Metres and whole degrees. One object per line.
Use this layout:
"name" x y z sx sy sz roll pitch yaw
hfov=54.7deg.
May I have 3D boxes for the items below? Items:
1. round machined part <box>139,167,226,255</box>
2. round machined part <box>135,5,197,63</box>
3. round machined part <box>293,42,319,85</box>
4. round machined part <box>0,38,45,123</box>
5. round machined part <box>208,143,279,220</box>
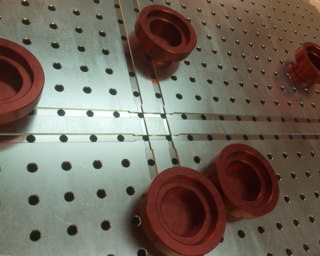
"round machined part" 0.022 0.097 0.352 0.099 0.042 0.098 14 56 -21
"round machined part" 0.006 -0.143 0.489 0.099 0.042 0.098 14 56 -21
"round machined part" 0.323 -0.131 0.655 0.099 0.042 0.098 14 56 -21
"round machined part" -0.178 -0.047 0.330 0.099 0.042 0.098 14 56 -21
"round machined part" 0.105 0.073 0.412 0.099 0.042 0.098 14 56 -21
